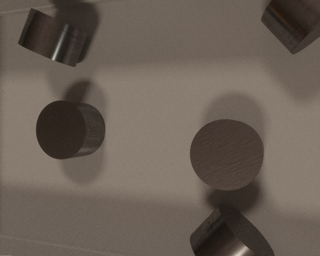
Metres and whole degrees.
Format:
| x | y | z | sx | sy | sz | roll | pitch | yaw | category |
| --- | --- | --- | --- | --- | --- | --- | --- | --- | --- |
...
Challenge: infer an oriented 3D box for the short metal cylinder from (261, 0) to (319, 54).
| x | y | z | sx | sy | sz | roll | pitch | yaw | category |
| --- | --- | --- | --- | --- | --- | --- | --- | --- | --- |
| 0.156 | -0.124 | 0.326 | 0.080 | 0.080 | 0.050 | -41 | 78 | 15 | short metal cylinder |

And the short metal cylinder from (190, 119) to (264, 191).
| x | y | z | sx | sy | sz | roll | pitch | yaw | category |
| --- | --- | --- | --- | --- | --- | --- | --- | --- | --- |
| 0.081 | 0.030 | 0.368 | 0.080 | 0.050 | 0.079 | 0 | 90 | 19 | short metal cylinder |

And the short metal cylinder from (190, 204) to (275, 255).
| x | y | z | sx | sy | sz | roll | pitch | yaw | category |
| --- | --- | --- | --- | --- | --- | --- | --- | --- | --- |
| 0.081 | 0.134 | 0.352 | 0.080 | 0.080 | 0.050 | 43 | 103 | 14 | short metal cylinder |

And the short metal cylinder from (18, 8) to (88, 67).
| x | y | z | sx | sy | sz | roll | pitch | yaw | category |
| --- | --- | --- | --- | --- | --- | --- | --- | --- | --- |
| -0.148 | -0.125 | 0.432 | 0.080 | 0.080 | 0.050 | 27 | 99 | 17 | short metal cylinder |

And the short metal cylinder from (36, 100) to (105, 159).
| x | y | z | sx | sy | sz | roll | pitch | yaw | category |
| --- | --- | --- | --- | --- | --- | --- | --- | --- | --- |
| -0.126 | 0.002 | 0.440 | 0.080 | 0.050 | 0.079 | 0 | 90 | 19 | short metal cylinder |
